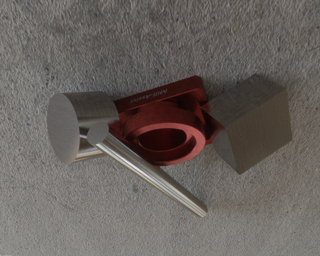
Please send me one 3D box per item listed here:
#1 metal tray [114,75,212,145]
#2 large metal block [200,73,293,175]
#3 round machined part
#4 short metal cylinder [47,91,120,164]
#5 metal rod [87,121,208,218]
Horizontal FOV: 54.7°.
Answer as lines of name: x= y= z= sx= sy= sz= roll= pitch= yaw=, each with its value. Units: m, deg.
metal tray: x=0.002 y=-0.006 z=0.400 sx=0.130 sy=0.030 sz=0.090 roll=-16 pitch=129 yaw=12
large metal block: x=0.104 y=-0.005 z=0.368 sx=0.080 sy=0.050 sz=0.080 roll=-32 pitch=128 yaw=-8
round machined part: x=0.002 y=0.005 z=0.370 sx=0.099 sy=0.042 sz=0.098 roll=-4 pitch=146 yaw=-3
short metal cylinder: x=-0.090 y=-0.002 z=0.361 sx=0.050 sy=0.080 sz=0.079 roll=-10 pitch=142 yaw=-42
metal rod: x=0.005 y=0.073 z=0.413 sx=0.025 sy=0.025 sz=0.300 roll=-21 pitch=144 yaw=17
